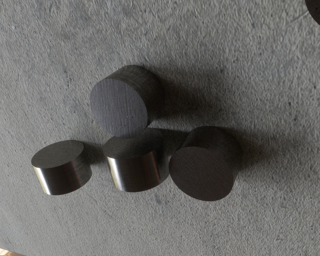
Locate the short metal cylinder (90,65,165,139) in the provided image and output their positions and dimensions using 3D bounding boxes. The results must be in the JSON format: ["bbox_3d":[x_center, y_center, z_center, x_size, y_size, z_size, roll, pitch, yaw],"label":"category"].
[{"bbox_3d":[-0.040,-0.033,0.391,0.080,0.050,0.079,13,124,21],"label":"short metal cylinder"}]

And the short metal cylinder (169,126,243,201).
[{"bbox_3d":[0.058,0.044,0.387,0.080,0.050,0.079,13,124,21],"label":"short metal cylinder"}]

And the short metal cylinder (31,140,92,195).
[{"bbox_3d":[-0.154,0.061,0.490,0.080,0.080,0.050,4,120,26],"label":"short metal cylinder"}]

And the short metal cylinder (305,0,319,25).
[{"bbox_3d":[0.156,-0.116,0.237,0.080,0.050,0.079,13,124,21],"label":"short metal cylinder"}]

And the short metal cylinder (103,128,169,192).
[{"bbox_3d":[-0.030,0.040,0.412,0.080,0.080,0.050,2,120,27],"label":"short metal cylinder"}]
